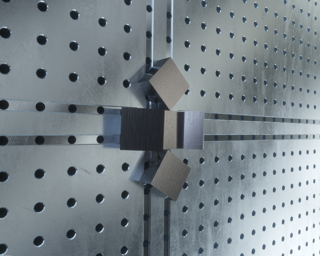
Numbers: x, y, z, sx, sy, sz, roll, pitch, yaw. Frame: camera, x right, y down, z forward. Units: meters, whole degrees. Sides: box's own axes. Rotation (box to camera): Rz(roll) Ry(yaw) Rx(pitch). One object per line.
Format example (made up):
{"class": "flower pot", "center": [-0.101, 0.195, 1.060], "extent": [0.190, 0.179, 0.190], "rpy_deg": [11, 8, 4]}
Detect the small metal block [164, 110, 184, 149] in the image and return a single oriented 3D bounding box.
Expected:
{"class": "small metal block", "center": [0.007, 0.003, 0.413], "extent": [0.050, 0.025, 0.050], "rpy_deg": [2, 88, -40]}

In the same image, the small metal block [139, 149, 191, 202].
{"class": "small metal block", "center": [0.008, 0.063, 0.414], "extent": [0.050, 0.025, 0.050], "rpy_deg": [41, 66, -31]}

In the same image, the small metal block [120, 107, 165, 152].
{"class": "small metal block", "center": [-0.021, 0.002, 0.374], "extent": [0.050, 0.025, 0.050], "rpy_deg": [2, 89, -4]}

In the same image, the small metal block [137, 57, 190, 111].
{"class": "small metal block", "center": [0.006, -0.057, 0.413], "extent": [0.050, 0.025, 0.050], "rpy_deg": [-52, 120, -28]}

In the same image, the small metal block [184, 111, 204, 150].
{"class": "small metal block", "center": [0.048, 0.004, 0.431], "extent": [0.050, 0.025, 0.050], "rpy_deg": [11, 80, -80]}
